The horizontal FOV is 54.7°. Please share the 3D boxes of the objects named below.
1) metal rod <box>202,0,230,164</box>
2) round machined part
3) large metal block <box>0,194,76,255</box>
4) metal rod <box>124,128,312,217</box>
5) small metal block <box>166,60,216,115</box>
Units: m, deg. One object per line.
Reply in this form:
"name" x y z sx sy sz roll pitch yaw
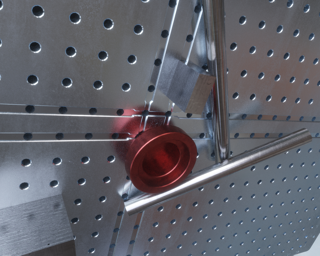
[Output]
"metal rod" 0.079 -0.059 0.419 0.025 0.025 0.298 -23 127 -15
"round machined part" -0.002 0.038 0.425 0.099 0.042 0.097 -14 125 -21
"large metal block" -0.152 0.135 0.377 0.081 0.080 0.050 -10 123 -23
"metal rod" 0.091 0.066 0.474 0.302 0.025 0.025 -21 127 -5
"small metal block" 0.037 -0.051 0.386 0.025 0.050 0.050 6 116 -31
